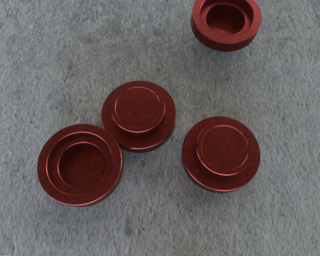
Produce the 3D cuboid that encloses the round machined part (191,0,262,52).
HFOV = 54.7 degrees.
[{"bbox_3d":[0.095,-0.153,0.456,0.099,0.042,0.098,0,70,-1],"label":"round machined part"}]

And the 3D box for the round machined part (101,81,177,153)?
[{"bbox_3d":[-0.028,-0.020,0.406,0.099,0.042,0.098,0,70,-1],"label":"round machined part"}]

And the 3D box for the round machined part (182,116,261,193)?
[{"bbox_3d":[0.078,0.030,0.389,0.099,0.042,0.098,0,70,-1],"label":"round machined part"}]

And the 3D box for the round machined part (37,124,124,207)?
[{"bbox_3d":[-0.094,0.047,0.381,0.099,0.042,0.098,0,70,-1],"label":"round machined part"}]
